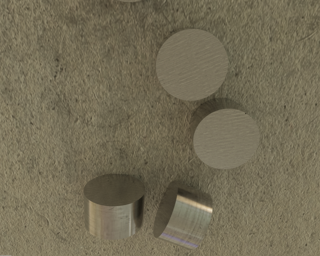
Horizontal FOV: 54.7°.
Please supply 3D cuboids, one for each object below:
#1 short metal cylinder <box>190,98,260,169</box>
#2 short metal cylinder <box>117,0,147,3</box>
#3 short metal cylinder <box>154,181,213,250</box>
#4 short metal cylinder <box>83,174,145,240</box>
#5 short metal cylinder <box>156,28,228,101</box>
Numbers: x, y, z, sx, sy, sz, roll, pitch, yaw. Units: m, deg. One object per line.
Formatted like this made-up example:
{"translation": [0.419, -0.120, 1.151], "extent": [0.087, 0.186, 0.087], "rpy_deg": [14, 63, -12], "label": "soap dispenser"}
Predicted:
{"translation": [0.081, 0.006, 0.399], "extent": [0.081, 0.050, 0.079], "rpy_deg": [0, 110, 0], "label": "short metal cylinder"}
{"translation": [-0.032, -0.176, 0.331], "extent": [0.081, 0.050, 0.079], "rpy_deg": [0, 110, 0], "label": "short metal cylinder"}
{"translation": [0.030, 0.119, 0.424], "extent": [0.050, 0.080, 0.080], "rpy_deg": [23, 109, -8], "label": "short metal cylinder"}
{"translation": [-0.061, 0.103, 0.418], "extent": [0.081, 0.080, 0.050], "rpy_deg": [3, 110, -1], "label": "short metal cylinder"}
{"translation": [0.036, -0.077, 0.368], "extent": [0.081, 0.050, 0.079], "rpy_deg": [0, 110, 0], "label": "short metal cylinder"}
